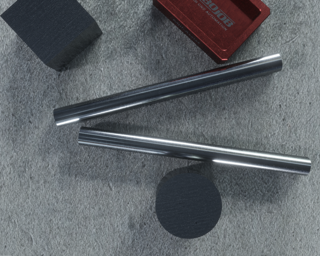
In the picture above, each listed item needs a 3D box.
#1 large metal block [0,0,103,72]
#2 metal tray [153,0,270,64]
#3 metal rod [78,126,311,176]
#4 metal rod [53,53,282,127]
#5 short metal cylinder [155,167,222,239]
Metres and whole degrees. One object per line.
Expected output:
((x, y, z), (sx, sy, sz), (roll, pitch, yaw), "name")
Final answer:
((-0.135, -0.132, 0.396), (0.080, 0.050, 0.080), (-42, 91, 0), "large metal block")
((0.065, -0.160, 0.408), (0.130, 0.030, 0.090), (43, 90, -1), "metal tray")
((0.045, 0.031, 0.410), (0.302, 0.025, 0.025), (8, 90, -1), "metal rod")
((0.011, -0.050, 0.410), (0.302, 0.025, 0.025), (-14, 90, -1), "metal rod")
((0.035, 0.094, 0.398), (0.081, 0.050, 0.079), (0, 90, -1), "short metal cylinder")
